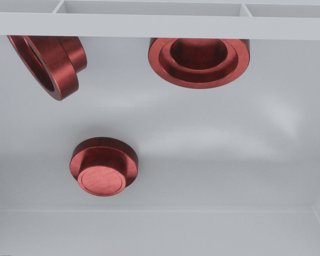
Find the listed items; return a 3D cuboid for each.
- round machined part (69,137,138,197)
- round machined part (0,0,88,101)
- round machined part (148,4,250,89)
[{"bbox_3d":[-0.082,0.063,0.450,0.099,0.042,0.097,-1,130,0],"label":"round machined part"},{"bbox_3d":[-0.109,-0.079,0.306,0.042,0.098,0.098,-38,133,-22],"label":"round machined part"},{"bbox_3d":[0.039,-0.084,0.312,0.099,0.042,0.098,5,154,3],"label":"round machined part"}]
